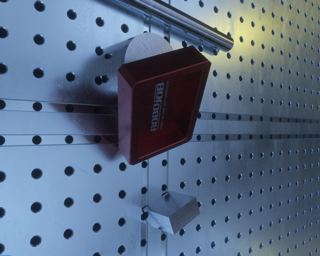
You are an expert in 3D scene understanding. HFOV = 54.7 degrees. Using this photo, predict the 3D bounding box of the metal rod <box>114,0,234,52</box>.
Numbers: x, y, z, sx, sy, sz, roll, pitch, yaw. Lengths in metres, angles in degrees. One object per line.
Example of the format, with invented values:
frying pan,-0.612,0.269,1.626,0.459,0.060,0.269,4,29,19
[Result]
metal rod,-0.004,-0.156,0.406,0.302,0.025,0.025,10,84,-40

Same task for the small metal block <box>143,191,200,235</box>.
small metal block,0.016,0.110,0.408,0.050,0.050,0.025,-26,107,-37

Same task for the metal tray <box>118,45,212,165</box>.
metal tray,0.001,-0.021,0.346,0.091,0.030,0.129,-21,144,-24

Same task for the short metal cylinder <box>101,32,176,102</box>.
short metal cylinder,-0.023,-0.070,0.375,0.081,0.050,0.079,0,90,-40
